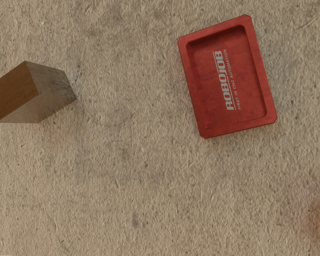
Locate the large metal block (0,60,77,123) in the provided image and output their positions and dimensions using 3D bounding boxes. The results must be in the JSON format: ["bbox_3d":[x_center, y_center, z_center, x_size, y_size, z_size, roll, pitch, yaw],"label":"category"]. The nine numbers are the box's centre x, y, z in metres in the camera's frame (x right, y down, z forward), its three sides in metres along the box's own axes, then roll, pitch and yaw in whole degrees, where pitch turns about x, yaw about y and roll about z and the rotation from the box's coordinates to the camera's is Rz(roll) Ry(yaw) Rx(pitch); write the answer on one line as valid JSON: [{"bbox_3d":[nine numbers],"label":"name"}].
[{"bbox_3d":[-0.183,-0.047,0.444,0.080,0.080,0.050,-28,81,18],"label":"large metal block"}]

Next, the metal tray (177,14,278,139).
[{"bbox_3d":[0.081,-0.059,0.377,0.090,0.030,0.129,-15,85,19],"label":"metal tray"}]
